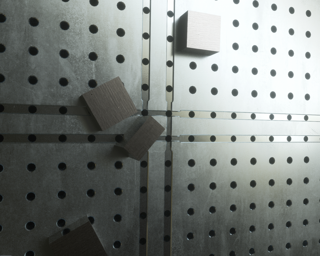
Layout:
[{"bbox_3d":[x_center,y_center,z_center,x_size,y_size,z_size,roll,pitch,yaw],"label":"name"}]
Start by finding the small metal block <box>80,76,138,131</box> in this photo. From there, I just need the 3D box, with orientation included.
[{"bbox_3d":[-0.064,-0.030,0.389,0.050,0.025,0.050,-31,100,-17],"label":"small metal block"}]

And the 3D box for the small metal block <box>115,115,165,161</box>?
[{"bbox_3d":[-0.026,0.012,0.389,0.025,0.050,0.050,43,77,-15],"label":"small metal block"}]

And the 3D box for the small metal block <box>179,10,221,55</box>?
[{"bbox_3d":[0.056,-0.131,0.433,0.050,0.025,0.050,2,89,-20],"label":"small metal block"}]

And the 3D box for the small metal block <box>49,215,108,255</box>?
[{"bbox_3d":[-0.099,0.144,0.376,0.050,0.025,0.050,-28,99,-18],"label":"small metal block"}]
